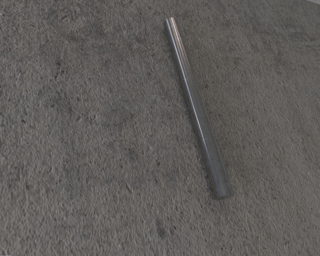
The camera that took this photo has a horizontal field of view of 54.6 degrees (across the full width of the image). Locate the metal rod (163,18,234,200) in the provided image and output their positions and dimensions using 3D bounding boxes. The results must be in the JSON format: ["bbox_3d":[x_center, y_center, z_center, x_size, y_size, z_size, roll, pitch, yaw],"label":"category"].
[{"bbox_3d":[0.050,-0.044,0.456,0.025,0.025,0.299,1,61,-28],"label":"metal rod"}]
